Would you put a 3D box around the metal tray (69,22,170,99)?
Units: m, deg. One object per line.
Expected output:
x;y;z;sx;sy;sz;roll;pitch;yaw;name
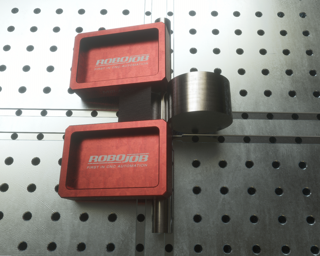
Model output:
-0.053;-0.091;0.423;0.131;0.030;0.090;-4;70;11;metal tray

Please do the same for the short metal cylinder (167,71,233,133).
0.049;-0.029;0.390;0.081;0.080;0.050;0;70;0;short metal cylinder

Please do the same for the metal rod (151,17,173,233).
0.003;-0.018;0.414;0.025;0.025;0.299;0;70;0;metal rod

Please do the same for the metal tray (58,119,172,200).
-0.052;0.040;0.376;0.131;0.030;0.090;-4;70;11;metal tray

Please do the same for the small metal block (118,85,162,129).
-0.026;-0.024;0.405;0.050;0.025;0.050;-11;67;29;small metal block
